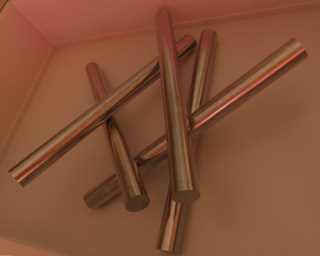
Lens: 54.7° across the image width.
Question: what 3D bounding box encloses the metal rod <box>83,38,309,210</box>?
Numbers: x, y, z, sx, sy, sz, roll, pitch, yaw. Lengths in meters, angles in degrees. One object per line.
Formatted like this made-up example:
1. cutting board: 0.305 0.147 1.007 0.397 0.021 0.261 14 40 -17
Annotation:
1. metal rod: 0.026 0.007 0.352 0.300 0.025 0.025 -37 50 17

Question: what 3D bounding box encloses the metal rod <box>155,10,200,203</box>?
1. metal rod: 0.014 -0.053 0.369 0.025 0.025 0.300 -19 47 17

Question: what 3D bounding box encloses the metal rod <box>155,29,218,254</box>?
1. metal rod: 0.039 -0.003 0.386 0.025 0.025 0.300 -1 61 28

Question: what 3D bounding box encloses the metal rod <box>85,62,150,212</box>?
1. metal rod: -0.068 -0.013 0.417 0.025 0.025 0.300 -34 41 6

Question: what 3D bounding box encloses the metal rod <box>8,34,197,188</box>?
1. metal rod: -0.055 -0.036 0.398 0.025 0.025 0.301 27 58 37
